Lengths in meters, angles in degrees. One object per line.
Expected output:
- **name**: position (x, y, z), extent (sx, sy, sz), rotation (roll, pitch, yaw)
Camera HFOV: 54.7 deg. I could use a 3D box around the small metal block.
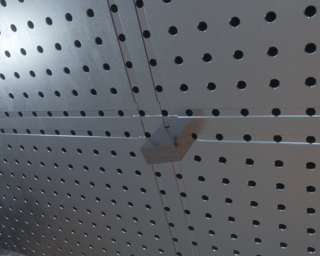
- **small metal block**: position (0.011, 0.021, 0.401), extent (0.050, 0.050, 0.025), rotation (-11, 113, 32)
